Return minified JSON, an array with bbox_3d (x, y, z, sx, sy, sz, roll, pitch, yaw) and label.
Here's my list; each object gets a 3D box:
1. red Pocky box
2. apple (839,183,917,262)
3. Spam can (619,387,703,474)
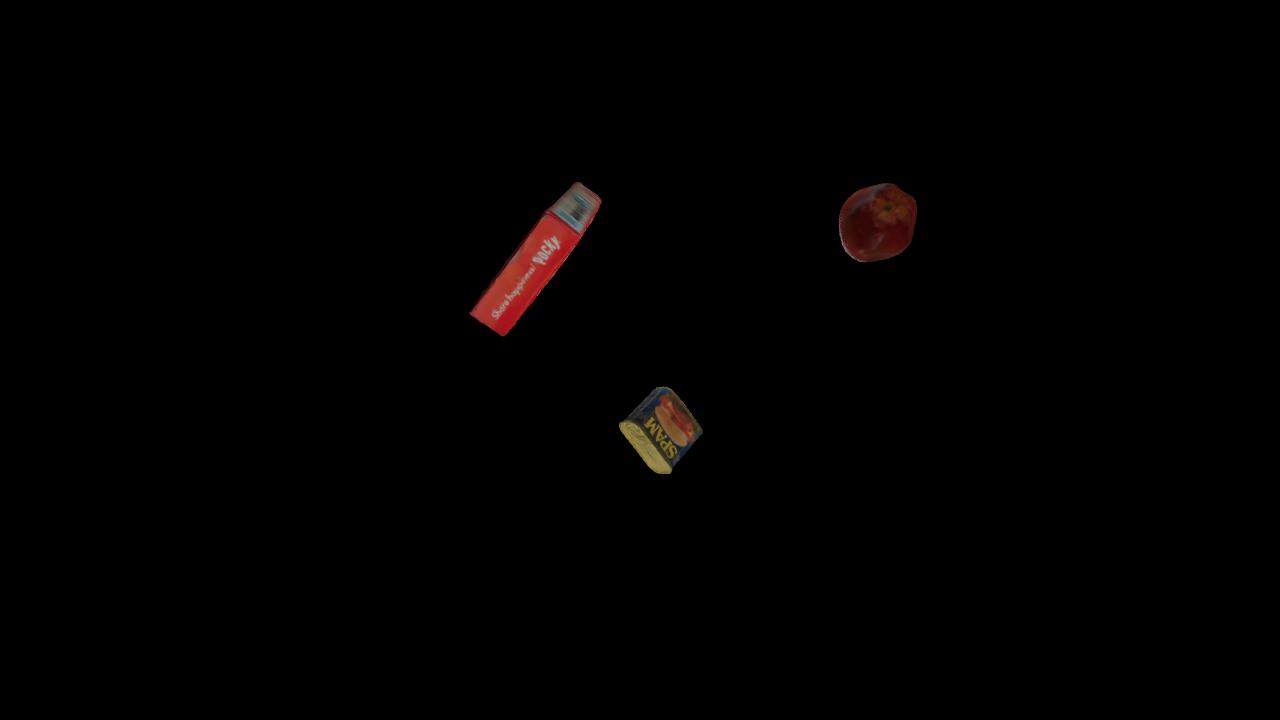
[{"bbox_3d":[-0.067,-0.077,0.430,0.028,0.083,0.155,39,18,-14],"label":"red Pocky box"},{"bbox_3d":[0.243,-0.140,0.631,0.079,0.079,0.093,0,-4,3],"label":"apple"},{"bbox_3d":[0.033,0.103,0.910,0.085,0.101,0.058,-44,17,-29],"label":"Spam can"}]
